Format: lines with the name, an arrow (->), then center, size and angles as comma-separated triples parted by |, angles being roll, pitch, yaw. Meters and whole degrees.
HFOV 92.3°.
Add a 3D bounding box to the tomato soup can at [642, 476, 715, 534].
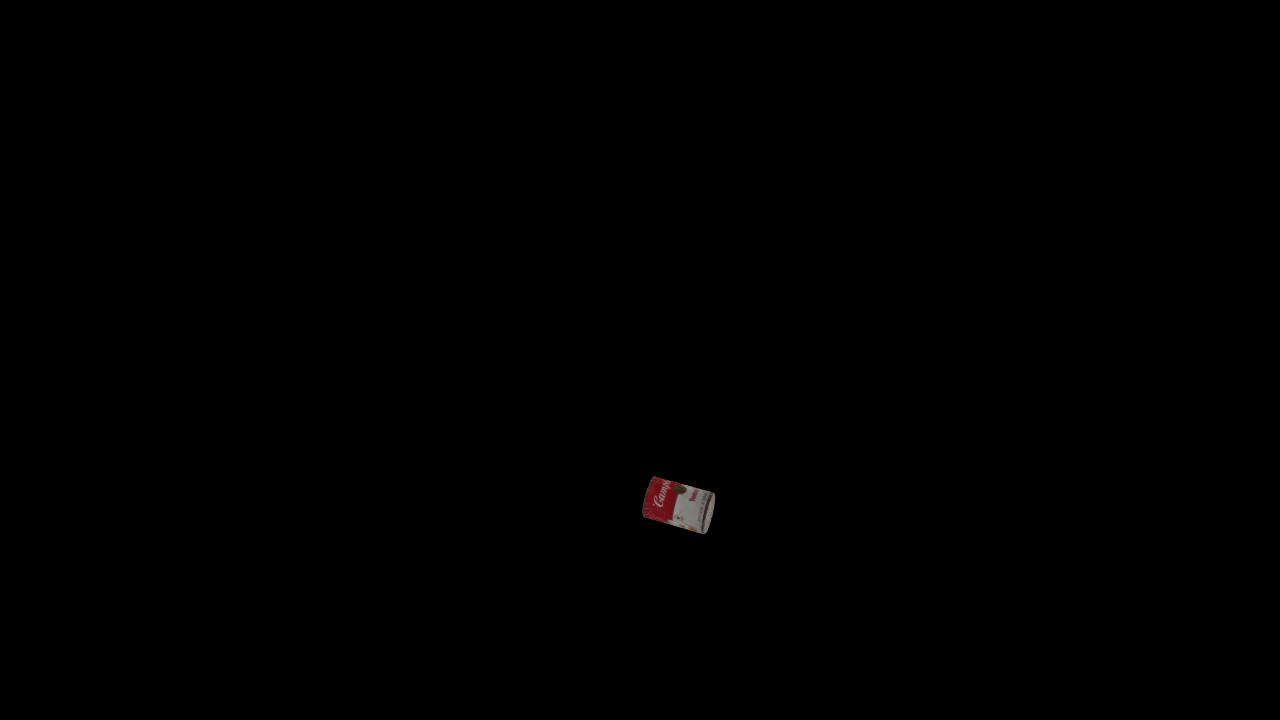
tomato soup can -> 0.062, 0.230, 0.972 | 0.101, 0.068, 0.068 | 13, 4, 17
